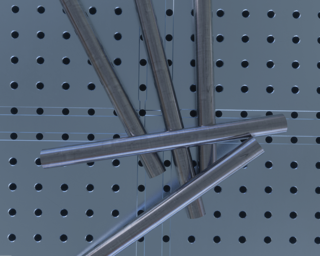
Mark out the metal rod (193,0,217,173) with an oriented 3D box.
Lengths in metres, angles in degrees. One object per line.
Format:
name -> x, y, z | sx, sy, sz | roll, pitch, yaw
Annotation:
metal rod -> 0.060, -0.074, 0.414 | 0.025, 0.025, 0.298 | -2, 90, -1

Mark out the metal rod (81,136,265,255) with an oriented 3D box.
metal rod -> -0.001, 0.108, 0.393 | 0.300, 0.025, 0.025 | -37, 91, 7

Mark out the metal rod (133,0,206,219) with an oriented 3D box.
metal rod -> 0.013, -0.028, 0.413 | 0.025, 0.025, 0.298 | -14, 90, 0

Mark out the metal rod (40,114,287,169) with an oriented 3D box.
metal rod -> 0.005, 0.016, 0.387 | 0.302, 0.025, 0.025 | -8, 90, -1

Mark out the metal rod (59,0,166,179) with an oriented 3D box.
metal rod -> -0.070, -0.072, 0.412 | 0.025, 0.025, 0.299 | -27, 90, 0
